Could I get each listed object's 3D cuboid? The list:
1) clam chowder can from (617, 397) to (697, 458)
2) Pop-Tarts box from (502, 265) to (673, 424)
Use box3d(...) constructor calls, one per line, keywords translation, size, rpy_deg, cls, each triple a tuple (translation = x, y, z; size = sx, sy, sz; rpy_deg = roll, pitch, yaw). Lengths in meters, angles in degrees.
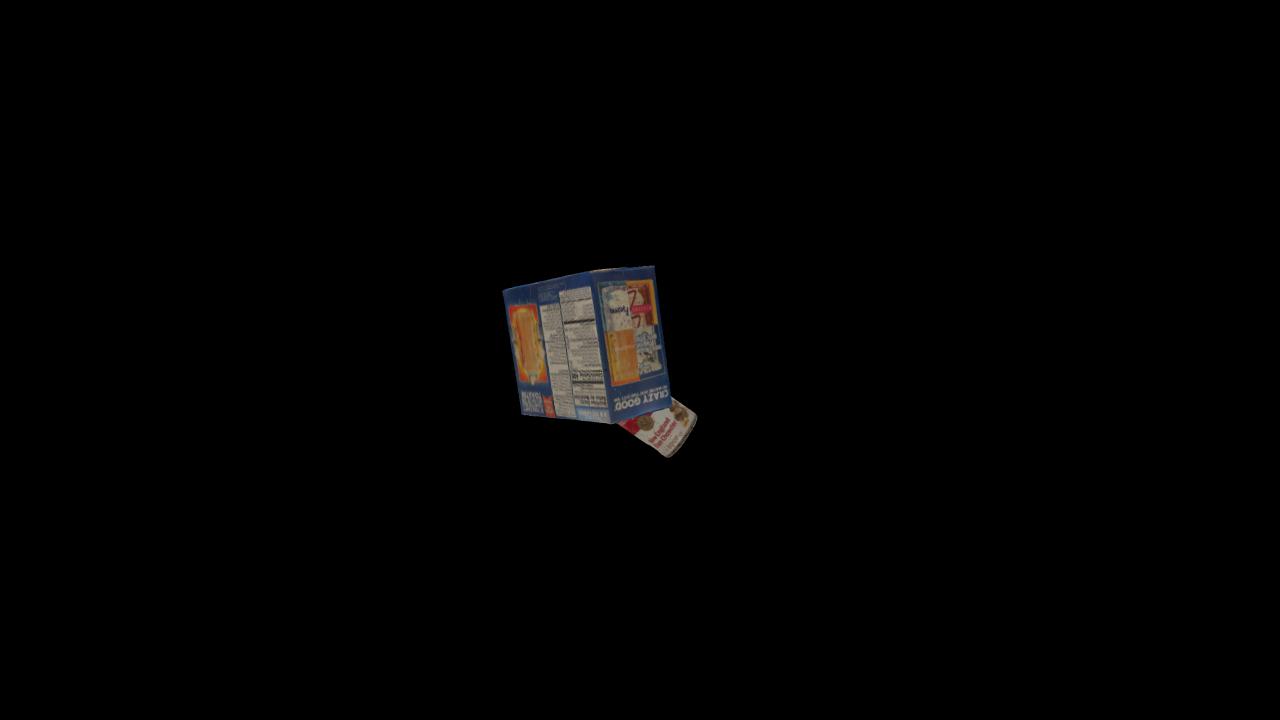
box3d(translation=(0.011, 0.066, 0.759), size=(0.102, 0.068, 0.068), rpy_deg=(35, -3, -4), cls="clam chowder can")
box3d(translation=(-0.057, -0.015, 0.630), size=(0.083, 0.141, 0.167), rpy_deg=(-12, 6, -39), cls="Pop-Tarts box")
